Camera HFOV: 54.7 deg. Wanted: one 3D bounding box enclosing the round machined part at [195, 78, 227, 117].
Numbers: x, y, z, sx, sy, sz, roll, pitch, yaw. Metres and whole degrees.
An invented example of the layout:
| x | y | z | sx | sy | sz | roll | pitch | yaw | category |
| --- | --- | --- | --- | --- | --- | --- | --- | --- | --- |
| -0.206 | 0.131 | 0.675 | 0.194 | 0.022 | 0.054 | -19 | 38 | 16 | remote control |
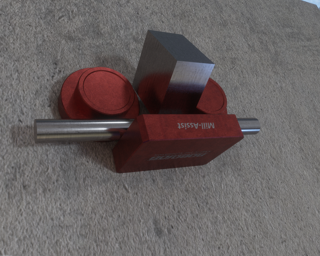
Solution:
| x | y | z | sx | sy | sz | roll | pitch | yaw | category |
| --- | --- | --- | --- | --- | --- | --- | --- | --- | --- |
| 0.057 | -0.038 | 0.449 | 0.099 | 0.042 | 0.098 | 14 | 56 | -21 | round machined part |

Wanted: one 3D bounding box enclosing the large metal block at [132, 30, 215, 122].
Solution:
| x | y | z | sx | sy | sz | roll | pitch | yaw | category |
| --- | --- | --- | --- | --- | --- | --- | --- | --- | --- |
| 0.012 | -0.064 | 0.383 | 0.050 | 0.079 | 0.080 | -2 | 39 | -30 | large metal block |

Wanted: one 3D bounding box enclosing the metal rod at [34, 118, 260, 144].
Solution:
| x | y | z | sx | sy | sz | roll | pitch | yaw | category |
| --- | --- | --- | --- | --- | --- | --- | --- | --- | --- |
| 0.007 | 0.000 | 0.384 | 0.303 | 0.025 | 0.025 | -1 | 63 | -29 | metal rod |

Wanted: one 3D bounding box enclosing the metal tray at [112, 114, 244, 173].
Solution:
| x | y | z | sx | sy | sz | roll | pitch | yaw | category |
| --- | --- | --- | --- | --- | --- | --- | --- | --- | --- |
| 0.020 | 0.019 | 0.364 | 0.131 | 0.090 | 0.030 | -1 | 63 | -29 | metal tray |

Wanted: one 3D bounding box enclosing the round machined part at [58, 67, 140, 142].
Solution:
| x | y | z | sx | sy | sz | roll | pitch | yaw | category |
| --- | --- | --- | --- | --- | --- | --- | --- | --- | --- |
| -0.070 | -0.035 | 0.377 | 0.099 | 0.042 | 0.098 | 14 | 56 | -21 | round machined part |
